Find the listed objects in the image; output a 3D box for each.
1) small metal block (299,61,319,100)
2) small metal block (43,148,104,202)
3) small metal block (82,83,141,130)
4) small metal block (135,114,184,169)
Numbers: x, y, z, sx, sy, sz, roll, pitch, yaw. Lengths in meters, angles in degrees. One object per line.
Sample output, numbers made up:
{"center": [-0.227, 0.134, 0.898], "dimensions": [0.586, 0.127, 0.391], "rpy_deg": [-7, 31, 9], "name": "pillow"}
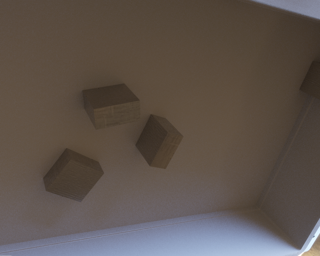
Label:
{"center": [0.260, -0.073, 0.492], "dimensions": [0.025, 0.050, 0.050], "rpy_deg": [2, 118, -30], "name": "small metal block"}
{"center": [-0.108, 0.060, 0.388], "dimensions": [0.050, 0.025, 0.050], "rpy_deg": [33, 100, -39], "name": "small metal block"}
{"center": [-0.055, -0.026, 0.348], "dimensions": [0.050, 0.050, 0.025], "rpy_deg": [-13, 124, -22], "name": "small metal block"}
{"center": [-0.002, 0.017, 0.404], "dimensions": [0.025, 0.050, 0.050], "rpy_deg": [16, 110, -35], "name": "small metal block"}
